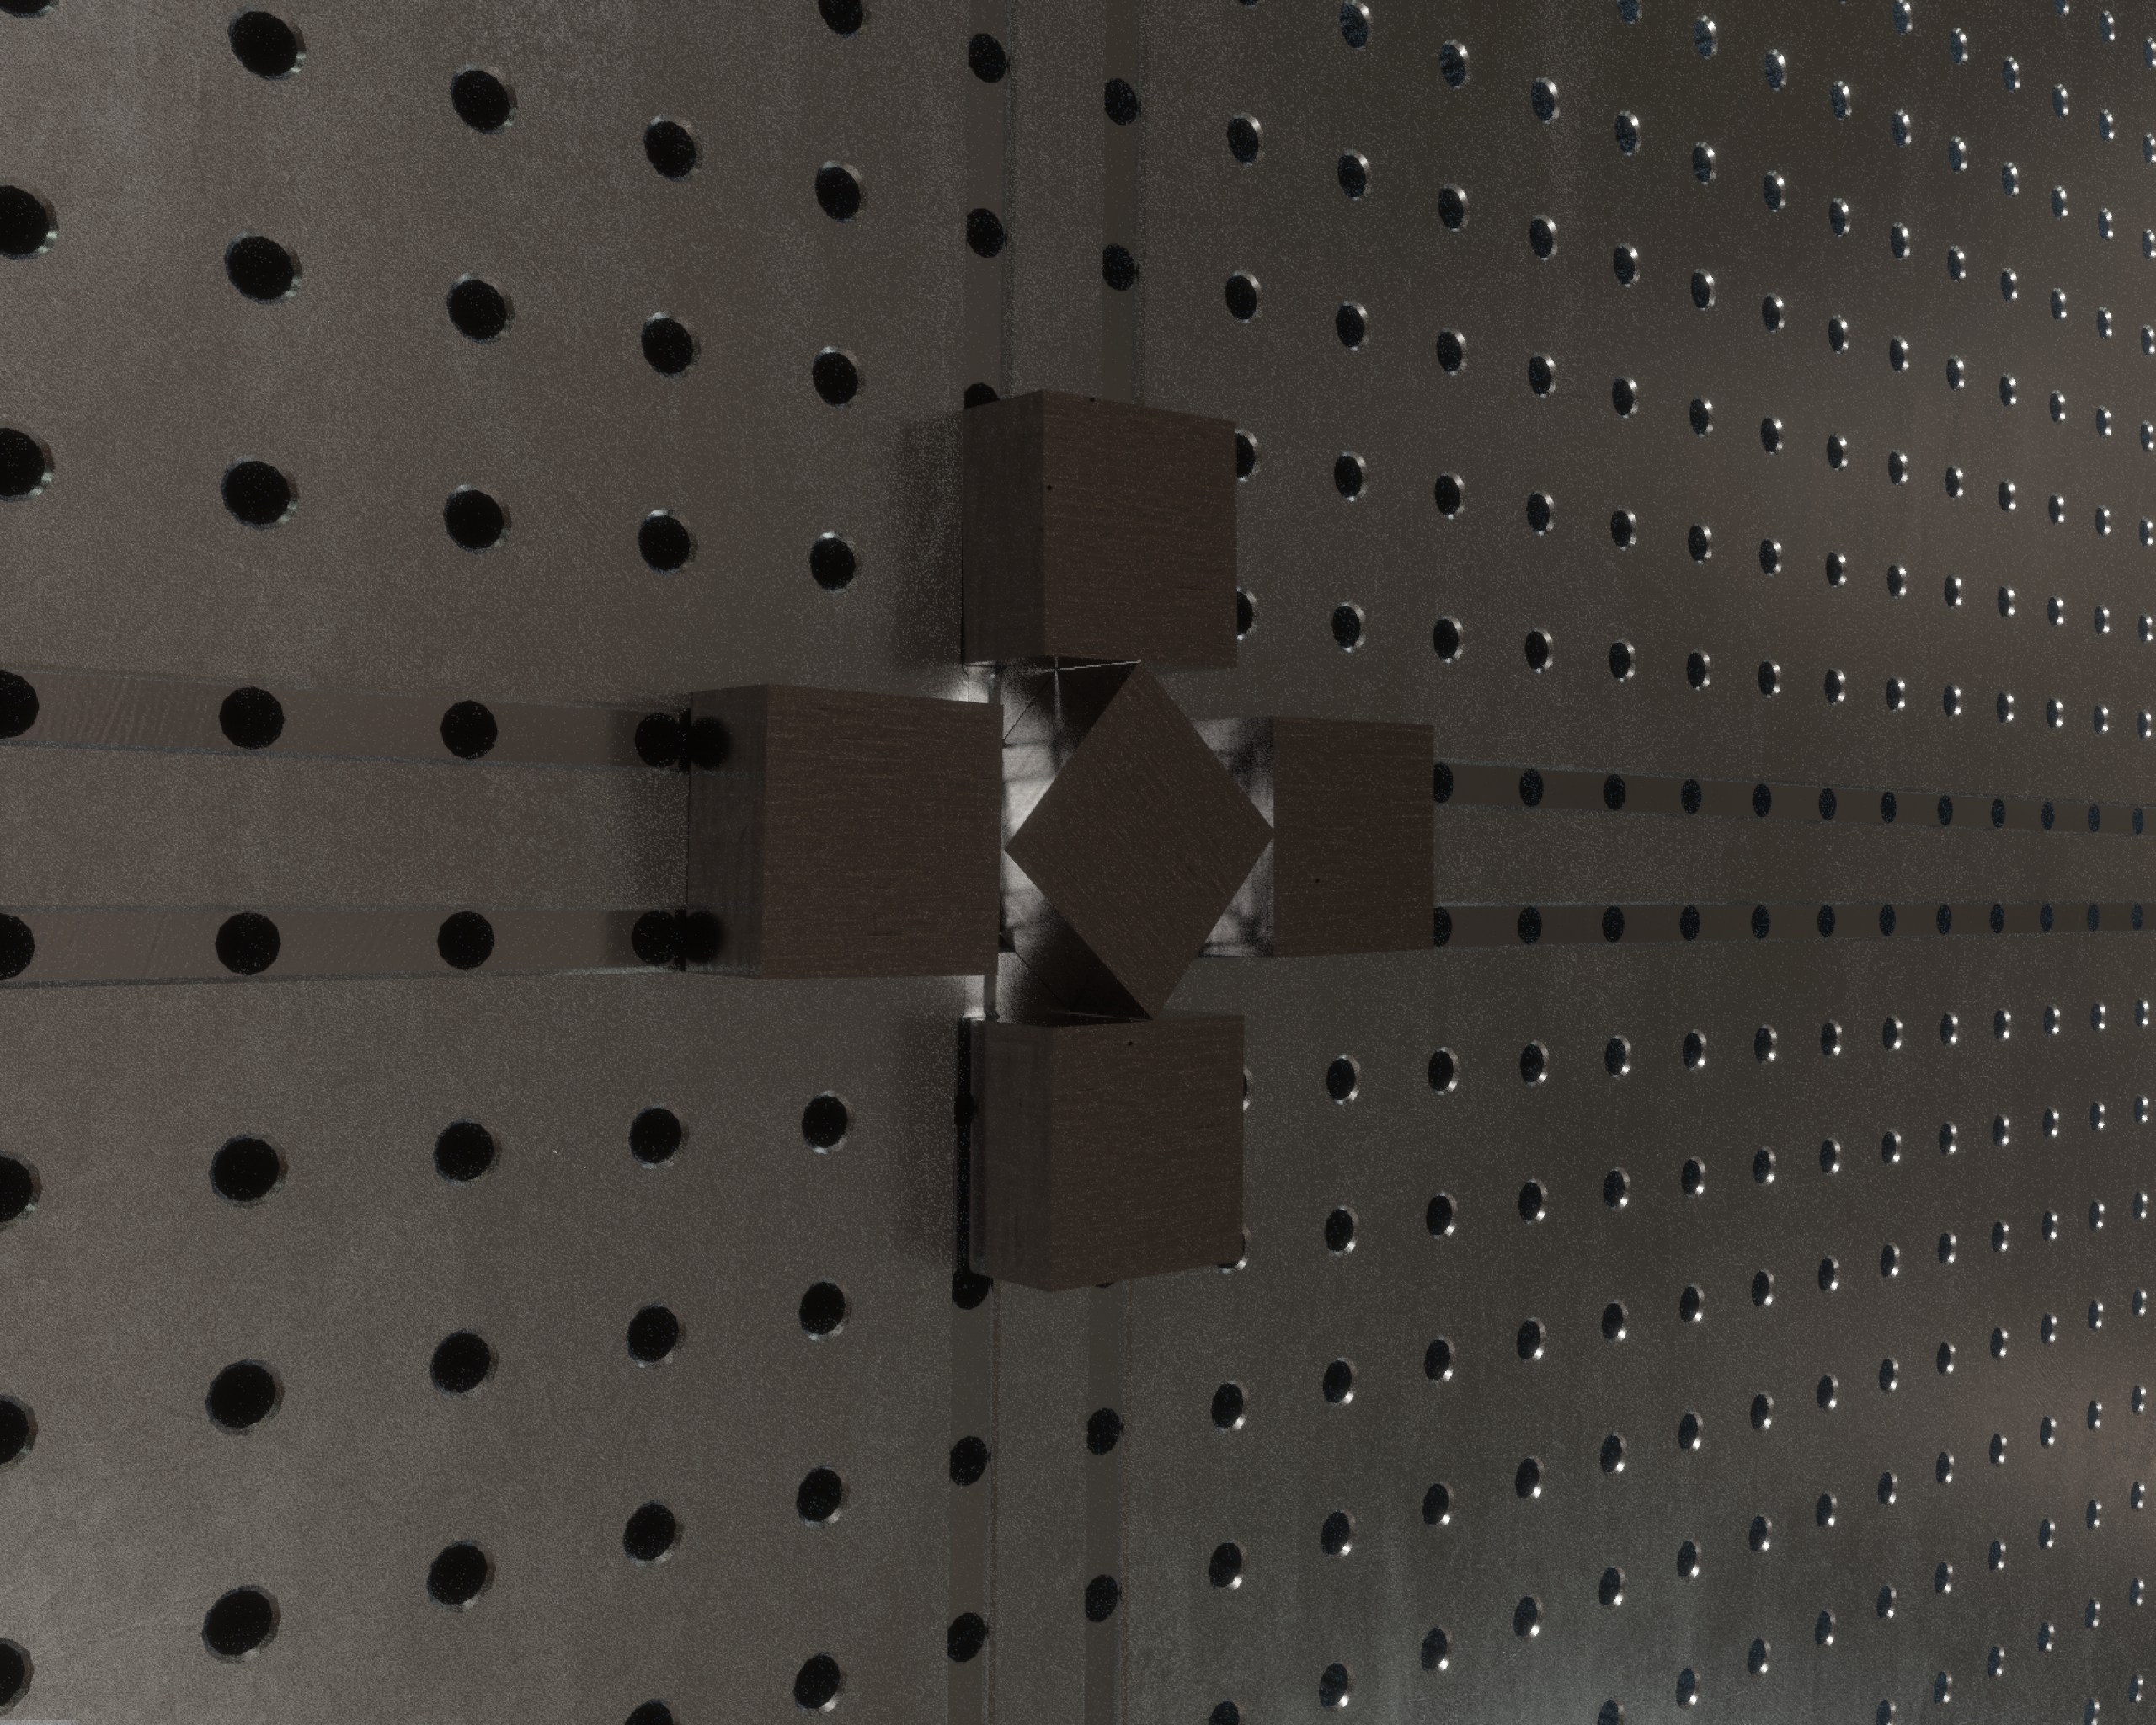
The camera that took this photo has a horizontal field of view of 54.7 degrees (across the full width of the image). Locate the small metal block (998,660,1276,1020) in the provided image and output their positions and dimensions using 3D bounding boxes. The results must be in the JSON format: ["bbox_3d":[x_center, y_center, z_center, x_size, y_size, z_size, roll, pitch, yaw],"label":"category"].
[{"bbox_3d":[0.005,-0.004,0.415,0.050,0.025,0.050,50,61,-29],"label":"small metal block"}]

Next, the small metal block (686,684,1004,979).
[{"bbox_3d":[-0.041,-0.005,0.376,0.050,0.025,0.050,2,89,-40],"label":"small metal block"}]

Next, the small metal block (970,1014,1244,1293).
[{"bbox_3d":[0.006,0.056,0.416,0.050,0.025,0.050,0,90,-40],"label":"small metal block"}]

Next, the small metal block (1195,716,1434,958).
[{"bbox_3d":[0.051,-0.005,0.454,0.050,0.025,0.050,0,90,-40],"label":"small metal block"}]

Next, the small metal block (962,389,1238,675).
[{"bbox_3d":[0.005,-0.064,0.415,0.050,0.025,0.050,-1,91,-40],"label":"small metal block"}]
